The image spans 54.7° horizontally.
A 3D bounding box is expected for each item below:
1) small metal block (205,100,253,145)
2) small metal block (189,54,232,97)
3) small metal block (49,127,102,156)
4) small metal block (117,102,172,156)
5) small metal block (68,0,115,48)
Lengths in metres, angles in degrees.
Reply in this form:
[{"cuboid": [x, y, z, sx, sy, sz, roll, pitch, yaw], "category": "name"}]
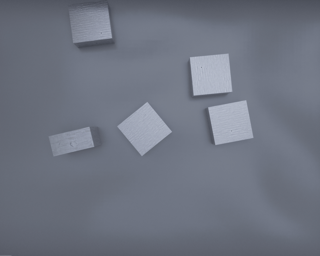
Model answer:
[{"cuboid": [0.092, -0.007, 0.413, 0.050, 0.025, 0.050, -11, 90, -1], "category": "small metal block"}, {"cuboid": [0.066, -0.069, 0.412, 0.050, 0.025, 0.050, -6, 90, -1], "category": "small metal block"}, {"cuboid": [-0.107, 0.016, 0.398, 0.050, 0.050, 0.025, -13, 90, 0], "category": "small metal block"}, {"cuboid": [-0.020, 0.001, 0.411, 0.050, 0.025, 0.050, -39, 91, 0], "category": "small metal block"}, {"cuboid": [-0.090, -0.137, 0.410, 0.050, 0.025, 0.050, -8, 90, -1], "category": "small metal block"}]
